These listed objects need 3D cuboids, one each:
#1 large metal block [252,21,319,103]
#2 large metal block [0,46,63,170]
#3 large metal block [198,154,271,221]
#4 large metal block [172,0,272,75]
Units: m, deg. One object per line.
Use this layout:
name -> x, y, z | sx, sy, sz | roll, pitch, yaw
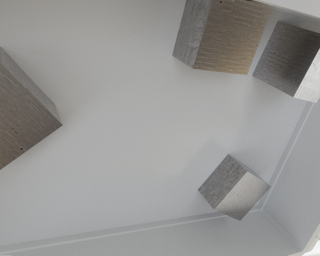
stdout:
large metal block -> 0.185, -0.090, 0.418 | 0.050, 0.080, 0.079 | 7, 115, -32
large metal block -> -0.156, -0.016, 0.297 | 0.080, 0.050, 0.080 | -37, 129, -4
large metal block -> 0.126, 0.102, 0.524 | 0.080, 0.050, 0.080 | 32, 101, -38
large metal block -> 0.070, -0.112, 0.361 | 0.081, 0.050, 0.079 | 0, 118, -29
